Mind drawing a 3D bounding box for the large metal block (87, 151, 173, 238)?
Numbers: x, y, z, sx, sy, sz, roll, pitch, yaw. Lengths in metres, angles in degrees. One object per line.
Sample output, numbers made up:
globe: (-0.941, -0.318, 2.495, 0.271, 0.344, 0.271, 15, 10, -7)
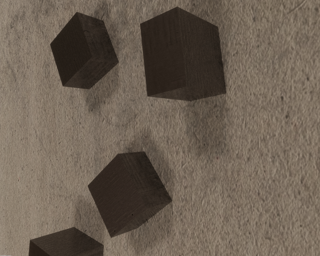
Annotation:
large metal block: (-0.043, 0.089, 0.422, 0.080, 0.050, 0.080, -45, 63, 30)

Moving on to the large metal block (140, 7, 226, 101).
large metal block: (0.028, -0.076, 0.345, 0.050, 0.081, 0.080, -10, 84, 39)

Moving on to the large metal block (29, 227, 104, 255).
large metal block: (-0.149, 0.205, 0.489, 0.080, 0.081, 0.050, 12, 98, 39)

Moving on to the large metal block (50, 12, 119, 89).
large metal block: (-0.120, -0.117, 0.485, 0.080, 0.050, 0.080, -33, 70, 35)
